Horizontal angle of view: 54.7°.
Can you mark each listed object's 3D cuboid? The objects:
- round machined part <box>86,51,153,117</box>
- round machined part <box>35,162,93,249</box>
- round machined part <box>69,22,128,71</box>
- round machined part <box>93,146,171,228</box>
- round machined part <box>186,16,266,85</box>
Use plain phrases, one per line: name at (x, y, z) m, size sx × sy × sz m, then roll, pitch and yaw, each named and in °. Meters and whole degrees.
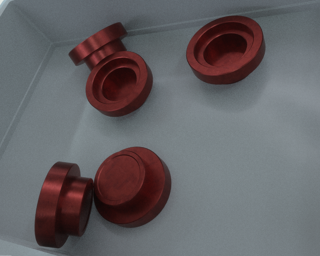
round machined part at (-0.055, -0.060, 0.454) m, size 0.098 × 0.042 × 0.098 m, roll -9°, pitch 64°, yaw 19°
round machined part at (-0.107, 0.091, 0.366) m, size 0.042 × 0.098 × 0.098 m, roll 8°, pitch 62°, yaw -1°
round machined part at (-0.093, -0.125, 0.497) m, size 0.098 × 0.042 × 0.098 m, roll -30°, pitch 13°, yaw 8°
round machined part at (-0.040, 0.066, 0.374) m, size 0.098 × 0.042 × 0.098 m, roll -13°, pitch 56°, yaw 20°
round machined part at (0.088, -0.097, 0.407) m, size 0.098 × 0.042 × 0.098 m, roll -13°, pitch 56°, yaw 20°
